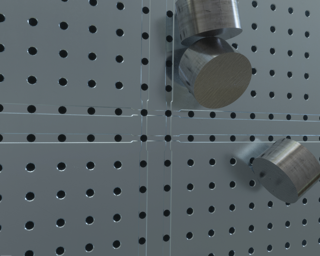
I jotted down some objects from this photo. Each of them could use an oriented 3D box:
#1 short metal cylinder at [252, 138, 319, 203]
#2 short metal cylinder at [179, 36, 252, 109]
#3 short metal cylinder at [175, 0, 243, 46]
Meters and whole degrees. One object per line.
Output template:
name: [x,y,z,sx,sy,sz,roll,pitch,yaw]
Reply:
short metal cylinder: [0.183,0.062,0.451,0.050,0.080,0.080,-35,102,-16]
short metal cylinder: [0.071,-0.072,0.405,0.081,0.050,0.079,-12,131,-15]
short metal cylinder: [0.063,-0.143,0.406,0.081,0.080,0.050,-10,92,-20]
